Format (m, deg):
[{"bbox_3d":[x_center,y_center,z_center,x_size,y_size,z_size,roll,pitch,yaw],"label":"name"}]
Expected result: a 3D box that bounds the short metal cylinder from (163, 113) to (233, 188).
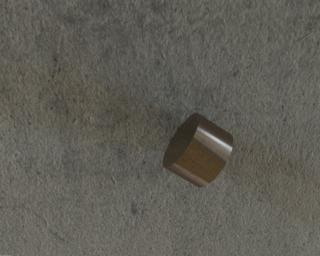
[{"bbox_3d":[0.046,0.028,0.391,0.050,0.080,0.080,32,107,-11],"label":"short metal cylinder"}]
